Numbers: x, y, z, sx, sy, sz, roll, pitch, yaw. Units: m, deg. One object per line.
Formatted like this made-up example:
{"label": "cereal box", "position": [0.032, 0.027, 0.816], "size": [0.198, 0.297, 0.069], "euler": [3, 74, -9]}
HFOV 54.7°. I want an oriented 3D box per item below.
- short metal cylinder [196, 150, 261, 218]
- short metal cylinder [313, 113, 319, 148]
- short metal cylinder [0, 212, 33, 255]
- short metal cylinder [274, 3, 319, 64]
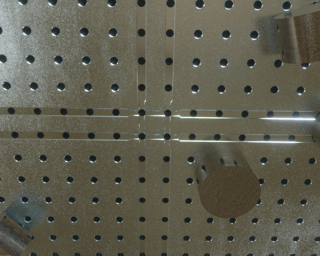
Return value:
{"label": "short metal cylinder", "position": [0.092, 0.077, 0.430], "size": [0.081, 0.050, 0.079], "euler": [0, 110, -1]}
{"label": "short metal cylinder", "position": [0.253, 0.008, 0.407], "size": [0.081, 0.050, 0.079], "euler": [0, 110, -1]}
{"label": "short metal cylinder", "position": [-0.232, 0.168, 0.443], "size": [0.080, 0.080, 0.050], "euler": [-38, 106, 12]}
{"label": "short metal cylinder", "position": [0.174, -0.109, 0.346], "size": [0.080, 0.080, 0.050], "euler": [-16, 110, 5]}
